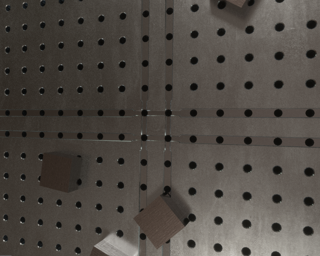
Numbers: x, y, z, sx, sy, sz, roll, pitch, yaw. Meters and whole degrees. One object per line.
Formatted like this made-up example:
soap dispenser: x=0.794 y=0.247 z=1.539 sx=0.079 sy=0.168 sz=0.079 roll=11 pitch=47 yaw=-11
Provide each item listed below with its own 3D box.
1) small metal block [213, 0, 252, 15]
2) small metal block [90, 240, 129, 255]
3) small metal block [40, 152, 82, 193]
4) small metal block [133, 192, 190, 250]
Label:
small metal block: x=0.093 y=-0.176 z=0.380 sx=0.050 sy=0.025 sz=0.050 roll=34 pitch=101 yaw=16
small metal block: x=-0.076 y=0.197 z=0.438 sx=0.050 sy=0.025 sz=0.050 roll=25 pitch=98 yaw=18
small metal block: x=-0.148 y=0.065 z=0.463 sx=0.050 sy=0.025 sz=0.050 roll=9 pitch=93 yaw=19
small metal block: x=0.002 y=0.122 z=0.411 sx=0.050 sy=0.025 sz=0.050 roll=-44 pitch=77 yaw=14
